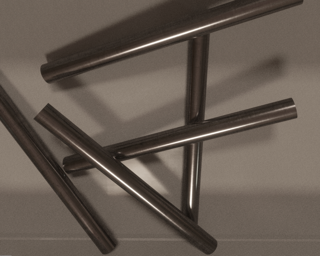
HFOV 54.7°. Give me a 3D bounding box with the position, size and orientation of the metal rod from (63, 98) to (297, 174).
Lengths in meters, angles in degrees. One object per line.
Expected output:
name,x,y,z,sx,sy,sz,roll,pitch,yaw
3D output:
metal rod,0.014,0.014,0.394,0.301,0.025,0.025,-15,110,14

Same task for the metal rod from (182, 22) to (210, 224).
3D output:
metal rod,0.046,0.014,0.417,0.025,0.025,0.298,0,110,-1

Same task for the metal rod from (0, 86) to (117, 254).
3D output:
metal rod,-0.151,0.049,0.413,0.025,0.025,0.299,-30,103,10

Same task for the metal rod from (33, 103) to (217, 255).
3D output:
metal rod,-0.032,0.076,0.404,0.025,0.025,0.300,-43,108,14

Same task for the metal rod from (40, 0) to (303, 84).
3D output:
metal rod,0.002,-0.104,0.352,0.301,0.025,0.025,-14,110,13
